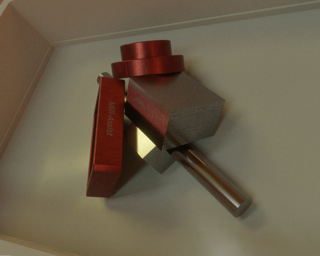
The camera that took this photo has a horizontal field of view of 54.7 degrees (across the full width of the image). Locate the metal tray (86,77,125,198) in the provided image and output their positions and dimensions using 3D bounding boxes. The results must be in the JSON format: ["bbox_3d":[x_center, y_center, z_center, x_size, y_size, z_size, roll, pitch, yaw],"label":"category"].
[{"bbox_3d":[-0.069,0.012,0.391,0.030,0.089,0.130,7,56,-15],"label":"metal tray"}]

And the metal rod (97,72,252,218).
[{"bbox_3d":[-0.003,0.001,0.403,0.025,0.025,0.300,-45,51,-3],"label":"metal rod"}]

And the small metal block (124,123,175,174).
[{"bbox_3d":[-0.014,0.023,0.379,0.025,0.050,0.050,-44,51,-2],"label":"small metal block"}]

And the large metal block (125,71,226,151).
[{"bbox_3d":[0.015,-0.024,0.368,0.081,0.050,0.080,-14,41,-35],"label":"large metal block"}]

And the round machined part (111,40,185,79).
[{"bbox_3d":[-0.017,-0.093,0.419,0.098,0.099,0.042,-2,102,27],"label":"round machined part"}]
